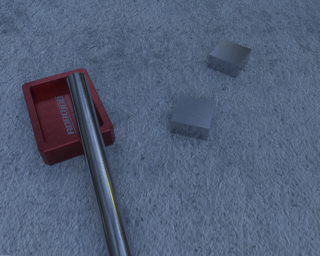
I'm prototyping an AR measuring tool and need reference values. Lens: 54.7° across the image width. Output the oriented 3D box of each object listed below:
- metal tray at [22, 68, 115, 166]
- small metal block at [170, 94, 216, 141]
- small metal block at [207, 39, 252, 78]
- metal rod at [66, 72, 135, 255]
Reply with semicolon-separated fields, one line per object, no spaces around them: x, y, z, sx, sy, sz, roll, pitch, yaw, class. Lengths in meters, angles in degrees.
-0.124;-0.021;0.415;0.091;0.030;0.130;-19;53;-16;metal tray
0.045;-0.015;0.416;0.050;0.025;0.050;13;51;10;small metal block
0.112;-0.113;0.499;0.050;0.025;0.050;27;55;20;small metal block
-0.060;0.058;0.326;0.025;0.025;0.299;-14;60;-12;metal rod
